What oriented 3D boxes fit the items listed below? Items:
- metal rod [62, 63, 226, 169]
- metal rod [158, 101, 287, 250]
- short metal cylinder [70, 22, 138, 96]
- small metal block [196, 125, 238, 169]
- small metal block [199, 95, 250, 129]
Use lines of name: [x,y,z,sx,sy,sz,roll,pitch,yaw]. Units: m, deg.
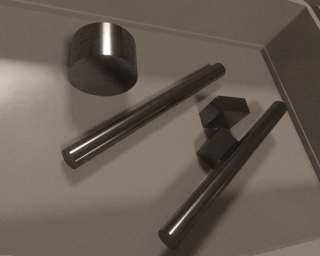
metal rod: [0.001,-0.032,0.426,0.302,0.025,0.025,-34,81,-38]
metal rod: [0.101,0.040,0.405,0.025,0.025,0.302,48,51,5]
short metal cylinder: [-0.069,-0.083,0.385,0.081,0.080,0.050,8,58,-24]
small metal block: [0.087,0.033,0.434,0.050,0.025,0.050,44,51,1]
small metal block: [0.094,-0.022,0.456,0.050,0.050,0.025,2,61,-28]
